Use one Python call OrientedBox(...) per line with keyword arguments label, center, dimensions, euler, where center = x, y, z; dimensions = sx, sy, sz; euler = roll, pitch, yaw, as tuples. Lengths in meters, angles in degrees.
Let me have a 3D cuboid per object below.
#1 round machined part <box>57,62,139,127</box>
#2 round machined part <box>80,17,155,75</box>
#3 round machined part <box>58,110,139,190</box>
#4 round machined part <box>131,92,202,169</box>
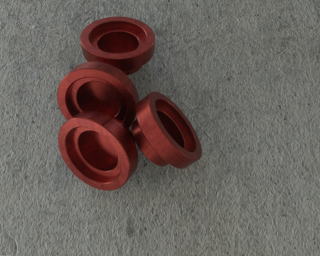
OrientedBox(label="round machined part", center=(-0.075, -0.039, 0.393), dimensions=(0.099, 0.097, 0.042), euler=(10, 35, 3))
OrientedBox(label="round machined part", center=(-0.057, -0.109, 0.428), dimensions=(0.099, 0.042, 0.098), euler=(2, 50, -2))
OrientedBox(label="round machined part", center=(-0.069, 0.023, 0.371), dimensions=(0.098, 0.097, 0.042), euler=(30, 37, 10))
OrientedBox(label="round machined part", center=(0.004, 0.007, 0.375), dimensions=(0.042, 0.098, 0.098), euler=(-36, 71, 22))
